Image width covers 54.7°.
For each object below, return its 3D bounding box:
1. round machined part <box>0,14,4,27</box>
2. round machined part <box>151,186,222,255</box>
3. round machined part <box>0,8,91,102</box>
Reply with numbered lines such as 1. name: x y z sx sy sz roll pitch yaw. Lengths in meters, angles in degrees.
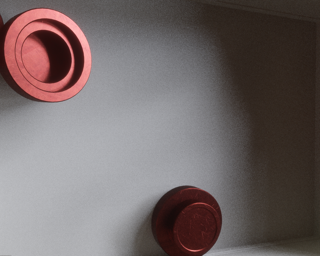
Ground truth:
1. round machined part: -0.215 -0.099 0.312 0.099 0.042 0.097 4 83 -38
2. round machined part: 0.042 0.130 0.417 0.099 0.042 0.097 0 90 -20
3. round machined part: -0.129 -0.077 0.340 0.099 0.042 0.097 -6 98 -46
